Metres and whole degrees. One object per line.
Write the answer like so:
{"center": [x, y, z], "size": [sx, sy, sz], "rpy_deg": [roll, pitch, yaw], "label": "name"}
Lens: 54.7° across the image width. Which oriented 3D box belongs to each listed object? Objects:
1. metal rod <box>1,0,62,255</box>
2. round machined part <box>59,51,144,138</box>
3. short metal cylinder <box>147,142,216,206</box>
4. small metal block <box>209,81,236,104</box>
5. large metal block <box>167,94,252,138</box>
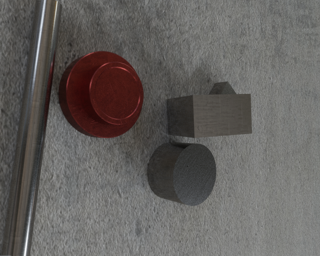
{"center": [-0.126, 0.023, 0.299], "size": [0.025, 0.025, 0.298], "rpy_deg": [10, 84, -40], "label": "metal rod"}
{"center": [-0.058, -0.037, 0.347], "size": [0.099, 0.042, 0.097], "rpy_deg": [0, 90, -40], "label": "round machined part"}
{"center": [0.030, 0.060, 0.416], "size": [0.081, 0.050, 0.079], "rpy_deg": [0, 90, -40], "label": "short metal cylinder"}
{"center": [0.100, -0.037, 0.491], "size": [0.050, 0.025, 0.050], "rpy_deg": [47, 62, -30], "label": "small metal block"}
{"center": [0.062, -0.017, 0.409], "size": [0.081, 0.080, 0.050], "rpy_deg": [-4, 93, -21], "label": "large metal block"}
